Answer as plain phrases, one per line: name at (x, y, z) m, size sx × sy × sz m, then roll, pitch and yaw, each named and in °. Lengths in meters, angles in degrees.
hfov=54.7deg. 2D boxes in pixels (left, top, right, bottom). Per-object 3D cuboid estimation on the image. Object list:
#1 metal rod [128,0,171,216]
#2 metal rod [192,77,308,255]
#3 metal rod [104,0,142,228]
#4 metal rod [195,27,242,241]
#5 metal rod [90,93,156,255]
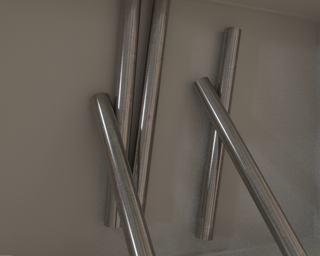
metal rod at (-0.015, -0.027, 0.404) m, size 0.025 × 0.025 × 0.298 m, roll 8°, pitch 87°, yaw -20°
metal rod at (0.117, 0.065, 0.388) m, size 0.025 × 0.025 × 0.299 m, roll -19°, pitch 71°, yaw -19°
metal rod at (-0.047, -0.027, 0.393) m, size 0.025 × 0.025 × 0.298 m, roll 5°, pitch 88°, yaw -20°
metal rod at (0.083, 0.006, 0.440) m, size 0.025 × 0.025 × 0.298 m, roll 10°, pitch 87°, yaw -20°
metal rod at (-0.030, 0.092, 0.324) m, size 0.025 × 0.025 × 0.299 m, roll -10°, pitch 64°, yaw -20°
